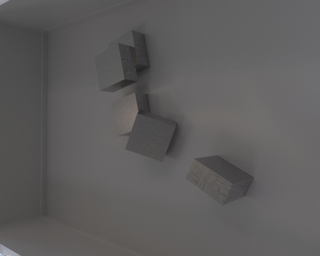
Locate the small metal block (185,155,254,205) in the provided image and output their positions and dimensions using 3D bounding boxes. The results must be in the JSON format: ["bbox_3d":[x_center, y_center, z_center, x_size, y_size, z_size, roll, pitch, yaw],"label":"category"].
[{"bbox_3d":[0.065,0.054,0.337,0.050,0.050,0.025,32,110,35],"label":"small metal block"}]

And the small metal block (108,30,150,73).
[{"bbox_3d":[-0.045,-0.104,0.444,0.050,0.025,0.050,-17,79,38],"label":"small metal block"}]

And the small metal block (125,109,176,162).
[{"bbox_3d":[-0.011,0.009,0.400,0.050,0.025,0.050,19,106,-2],"label":"small metal block"}]

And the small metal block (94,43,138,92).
[{"bbox_3d":[-0.061,-0.081,0.425,0.050,0.025,0.050,-17,80,39],"label":"small metal block"}]

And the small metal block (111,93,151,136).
[{"bbox_3d":[-0.040,-0.018,0.440,0.050,0.025,0.050,-17,79,38],"label":"small metal block"}]
